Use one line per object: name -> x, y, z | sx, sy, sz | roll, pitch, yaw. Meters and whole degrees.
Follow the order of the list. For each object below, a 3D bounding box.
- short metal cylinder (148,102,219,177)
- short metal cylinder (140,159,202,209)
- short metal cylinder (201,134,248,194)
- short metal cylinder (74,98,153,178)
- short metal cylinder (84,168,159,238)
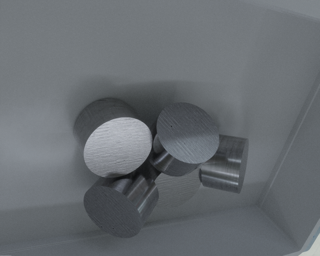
short metal cylinder -> 0.026, 0.015, 0.386 | 0.081, 0.080, 0.050 | -8, 158, -25
short metal cylinder -> 0.013, 0.067, 0.441 | 0.081, 0.050, 0.079 | -14, 125, -21
short metal cylinder -> 0.096, 0.051, 0.450 | 0.080, 0.050, 0.080 | 8, 91, -68
short metal cylinder -> -0.056, 0.012, 0.367 | 0.081, 0.050, 0.079 | -14, 125, -21
short metal cylinder -> -0.048, 0.091, 0.394 | 0.050, 0.080, 0.079 | -49, 149, -54
